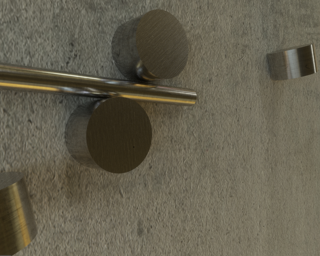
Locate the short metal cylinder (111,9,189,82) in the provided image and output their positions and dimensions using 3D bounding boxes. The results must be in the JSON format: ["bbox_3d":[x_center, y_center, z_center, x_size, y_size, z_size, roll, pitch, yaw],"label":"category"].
[{"bbox_3d":[-0.011,-0.097,0.379,0.081,0.050,0.079,0,90,-40],"label":"short metal cylinder"}]

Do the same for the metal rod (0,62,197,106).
[{"bbox_3d":[-0.073,-0.046,0.343,0.302,0.025,0.025,1,89,-40],"label":"metal rod"}]

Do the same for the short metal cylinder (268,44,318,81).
[{"bbox_3d":[0.245,-0.122,0.574,0.081,0.080,0.050,-23,105,-38],"label":"short metal cylinder"}]

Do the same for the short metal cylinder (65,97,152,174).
[{"bbox_3d":[-0.056,0.007,0.342,0.081,0.050,0.079,0,90,-40],"label":"short metal cylinder"}]

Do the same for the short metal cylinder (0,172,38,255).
[{"bbox_3d":[-0.146,0.072,0.247,0.081,0.080,0.050,-16,101,-39],"label":"short metal cylinder"}]
